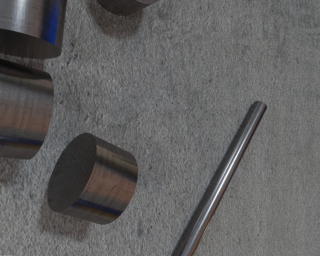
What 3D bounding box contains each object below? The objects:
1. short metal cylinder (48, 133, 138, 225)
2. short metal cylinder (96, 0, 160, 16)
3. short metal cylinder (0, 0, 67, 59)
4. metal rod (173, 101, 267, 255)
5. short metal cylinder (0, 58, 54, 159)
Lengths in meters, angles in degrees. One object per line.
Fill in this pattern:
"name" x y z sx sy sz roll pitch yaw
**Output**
"short metal cylinder" -0.068 0.051 0.312 0.050 0.080 0.080 31 71 -36
"short metal cylinder" -0.036 -0.177 0.357 0.081 0.050 0.080 0 90 -40
"short metal cylinder" -0.124 -0.095 0.265 0.081 0.080 0.050 8 85 -40
"metal rod" 0.103 0.073 0.490 0.025 0.025 0.301 49 61 -29
"short metal cylinder" -0.130 -0.016 0.260 0.050 0.080 0.080 13 82 -39
